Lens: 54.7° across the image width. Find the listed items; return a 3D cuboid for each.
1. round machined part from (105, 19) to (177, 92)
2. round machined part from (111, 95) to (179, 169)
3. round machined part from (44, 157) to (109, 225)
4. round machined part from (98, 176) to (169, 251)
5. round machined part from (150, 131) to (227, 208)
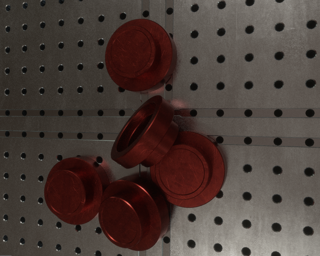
[{"bbox_3d":[-0.031,-0.098,0.413,0.098,0.042,0.097,0,90,19],"label":"round machined part"},{"bbox_3d":[-0.015,0.010,0.388,0.042,0.098,0.098,38,104,-19],"label":"round machined part"},{"bbox_3d":[-0.125,0.091,0.446,0.098,0.042,0.097,0,90,19],"label":"round machined part"},{"bbox_3d":[-0.041,0.115,0.404,0.098,0.042,0.097,7,103,30],"label":"round machined part"},{"bbox_3d":[0.032,0.053,0.392,0.098,0.042,0.097,0,90,19],"label":"round machined part"}]
